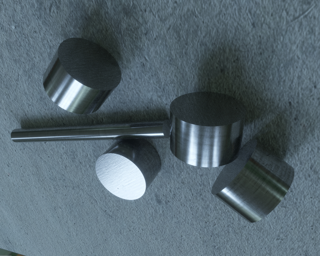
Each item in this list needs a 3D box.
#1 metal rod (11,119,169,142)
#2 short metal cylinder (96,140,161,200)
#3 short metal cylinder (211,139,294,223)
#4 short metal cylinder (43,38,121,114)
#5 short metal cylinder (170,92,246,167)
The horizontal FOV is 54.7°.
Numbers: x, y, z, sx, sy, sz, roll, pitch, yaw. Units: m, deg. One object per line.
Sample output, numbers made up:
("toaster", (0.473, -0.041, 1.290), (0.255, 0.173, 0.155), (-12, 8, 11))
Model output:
("metal rod", (-0.122, 0.007, 0.475), (0.300, 0.025, 0.025), (-3, 117, 29))
("short metal cylinder", (-0.045, 0.057, 0.450), (0.080, 0.050, 0.079), (13, 124, 21))
("short metal cylinder", (0.104, 0.059, 0.353), (0.050, 0.080, 0.080), (38, 129, 2))
("short metal cylinder", (-0.095, -0.064, 0.382), (0.080, 0.080, 0.050), (45, 129, -3))
("short metal cylinder", (0.051, -0.001, 0.344), (0.080, 0.080, 0.050), (13, 124, 21))
